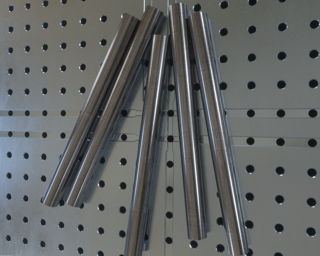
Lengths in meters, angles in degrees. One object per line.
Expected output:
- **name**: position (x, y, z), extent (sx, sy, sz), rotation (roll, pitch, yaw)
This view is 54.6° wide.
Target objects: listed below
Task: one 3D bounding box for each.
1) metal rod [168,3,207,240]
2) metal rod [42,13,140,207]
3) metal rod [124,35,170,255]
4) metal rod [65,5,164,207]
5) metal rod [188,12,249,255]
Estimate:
- **metal rod**: position (0.035, -0.009, 0.400), extent (0.025, 0.025, 0.298), rotation (-5, 88, 20)
- **metal rod**: position (-0.102, -0.019, 0.448), extent (0.025, 0.025, 0.299), rotation (29, 99, 17)
- **metal rod**: position (-0.017, 0.027, 0.419), extent (0.025, 0.025, 0.298), rotation (9, 93, 20)
- **metal rod**: position (-0.067, -0.024, 0.437), extent (0.025, 0.025, 0.299), rotation (27, 99, 18)
- **metal rod**: position (0.072, 0.004, 0.387), extent (0.025, 0.025, 0.299), rotation (-11, 86, 20)
